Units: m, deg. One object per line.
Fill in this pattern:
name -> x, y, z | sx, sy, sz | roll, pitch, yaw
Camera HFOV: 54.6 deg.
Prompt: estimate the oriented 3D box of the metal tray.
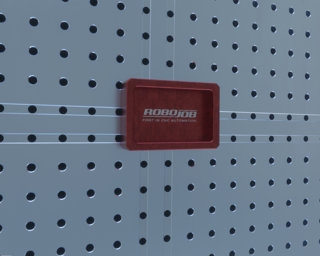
metal tray -> 0.015, -0.017, 0.415 | 0.131, 0.030, 0.090 | 0, 90, -20
